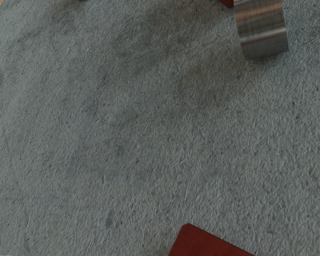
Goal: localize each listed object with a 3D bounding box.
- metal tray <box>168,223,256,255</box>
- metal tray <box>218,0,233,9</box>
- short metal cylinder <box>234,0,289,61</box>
[{"bbox_3d":[0.061,0.154,0.274,0.130,0.030,0.090,17,70,34],"label":"metal tray"},{"bbox_3d":[0.086,-0.252,0.468,0.030,0.090,0.130,-23,51,-11],"label":"metal tray"},{"bbox_3d":[0.125,-0.128,0.381,0.050,0.080,0.080,-10,58,23],"label":"short metal cylinder"}]
